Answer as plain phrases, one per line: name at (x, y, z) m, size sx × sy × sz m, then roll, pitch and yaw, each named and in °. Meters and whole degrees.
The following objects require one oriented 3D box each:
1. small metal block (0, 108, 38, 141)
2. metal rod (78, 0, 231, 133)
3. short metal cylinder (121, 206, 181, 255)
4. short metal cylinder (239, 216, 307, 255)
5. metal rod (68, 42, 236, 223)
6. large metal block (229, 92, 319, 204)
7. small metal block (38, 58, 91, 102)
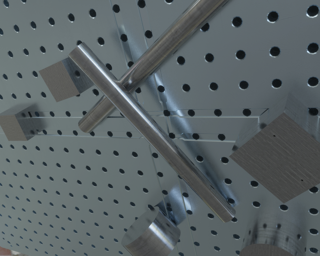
small metal block at (-0.249, -0.005, 0.540) m, size 0.050 × 0.025 × 0.050 m, roll -2°, pitch 118°, yaw 29°
metal rod at (-0.018, -0.074, 0.375) m, size 0.025 × 0.025 × 0.299 m, roll 48°, pitch 129°, yaw -6°
short metal cylinder at (-0.014, 0.171, 0.489) m, size 0.050 × 0.080 × 0.080 m, roll 48°, pitch 129°, yaw -6°
short metal cylinder at (0.152, 0.166, 0.417) m, size 0.080 × 0.050 × 0.079 m, roll 13°, pitch 124°, yaw 21°
metal rod at (-0.001, 0.016, 0.399) m, size 0.025 × 0.025 × 0.300 m, roll -30°, pitch 109°, yaw 38°
large metal block at (0.137, 0.022, 0.336) m, size 0.080 × 0.050 × 0.080 m, roll 41°, pitch 129°, yaw 0°
small metal block at (-0.135, -0.069, 0.440) m, size 0.050 × 0.025 × 0.050 m, roll -13°, pitch 112°, yaw 33°
